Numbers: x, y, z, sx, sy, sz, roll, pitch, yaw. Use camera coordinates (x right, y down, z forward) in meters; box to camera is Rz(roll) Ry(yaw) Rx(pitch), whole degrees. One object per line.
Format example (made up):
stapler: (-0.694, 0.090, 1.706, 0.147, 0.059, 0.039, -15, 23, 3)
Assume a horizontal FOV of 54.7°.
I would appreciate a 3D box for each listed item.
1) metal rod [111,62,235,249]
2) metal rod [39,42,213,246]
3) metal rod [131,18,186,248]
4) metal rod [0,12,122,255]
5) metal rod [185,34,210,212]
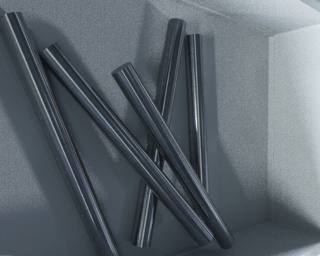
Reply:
metal rod: (0.028, 0.052, 0.398, 0.025, 0.025, 0.299, -46, 118, -30)
metal rod: (-0.027, 0.033, 0.360, 0.025, 0.025, 0.300, -48, 111, -29)
metal rod: (0.000, 0.000, 0.408, 0.025, 0.025, 0.298, 16, 80, -39)
metal rod: (-0.097, 0.033, 0.326, 0.025, 0.025, 0.298, -30, 109, -36)
metal rod: (0.057, 0.015, 0.456, 0.025, 0.025, 0.298, -5, 94, -40)
